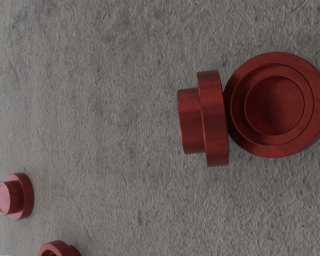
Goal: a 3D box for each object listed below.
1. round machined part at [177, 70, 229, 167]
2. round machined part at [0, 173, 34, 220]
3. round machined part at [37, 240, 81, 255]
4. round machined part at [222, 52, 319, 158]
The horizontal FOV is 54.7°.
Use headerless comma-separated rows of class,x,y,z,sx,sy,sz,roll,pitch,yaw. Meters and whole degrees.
round machined part,0.043,-0.008,0.318,0.042,0.098,0.097,-6,85,8
round machined part,-0.309,0.145,0.649,0.098,0.042,0.097,0,90,40
round machined part,-0.168,0.242,0.533,0.098,0.042,0.097,0,90,40
round machined part,0.113,-0.021,0.300,0.098,0.042,0.097,0,90,40
